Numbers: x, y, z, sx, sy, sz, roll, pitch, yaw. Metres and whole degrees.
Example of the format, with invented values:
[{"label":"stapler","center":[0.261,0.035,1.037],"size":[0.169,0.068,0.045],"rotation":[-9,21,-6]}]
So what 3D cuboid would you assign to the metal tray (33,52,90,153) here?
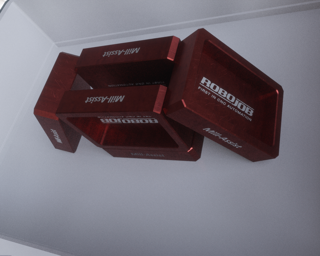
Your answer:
[{"label":"metal tray","center":[-0.125,-0.029,0.422],"size":[0.030,0.129,0.090],"rotation":[15,66,-1]}]

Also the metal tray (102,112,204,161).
[{"label":"metal tray","center":[-0.006,-0.006,0.408],"size":[0.130,0.030,0.090],"rotation":[0,62,27]}]

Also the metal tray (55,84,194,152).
[{"label":"metal tray","center":[-0.038,-0.008,0.348],"size":[0.130,0.090,0.030],"rotation":[0,62,28]}]

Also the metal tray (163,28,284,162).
[{"label":"metal tray","center":[0.072,-0.030,0.318],"size":[0.030,0.131,0.090],"rotation":[-22,47,53]}]

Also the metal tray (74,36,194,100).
[{"label":"metal tray","center":[-0.024,-0.061,0.373],"size":[0.130,0.090,0.030],"rotation":[0,62,28]}]
